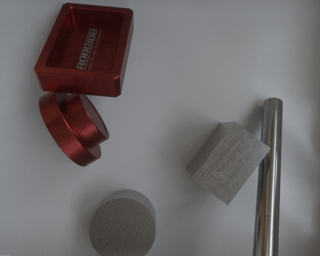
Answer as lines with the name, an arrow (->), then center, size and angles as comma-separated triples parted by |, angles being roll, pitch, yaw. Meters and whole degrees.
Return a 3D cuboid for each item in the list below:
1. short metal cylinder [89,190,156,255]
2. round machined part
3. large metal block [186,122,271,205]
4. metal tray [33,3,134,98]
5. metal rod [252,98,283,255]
short metal cylinder -> -0.045, 0.124, 0.398 | 0.081, 0.050, 0.079 | 0, 90, -1
round machined part -> -0.097, -0.006, 0.373 | 0.042, 0.098, 0.098 | -31, 90, 1
large metal block -> 0.080, 0.039, 0.385 | 0.050, 0.080, 0.080 | 37, 90, 0
metal tray -> -0.084, -0.098, 0.371 | 0.091, 0.030, 0.130 | 5, 53, -1
metal rod -> 0.119, 0.093, 0.343 | 0.025, 0.025, 0.300 | 15, 61, 0
